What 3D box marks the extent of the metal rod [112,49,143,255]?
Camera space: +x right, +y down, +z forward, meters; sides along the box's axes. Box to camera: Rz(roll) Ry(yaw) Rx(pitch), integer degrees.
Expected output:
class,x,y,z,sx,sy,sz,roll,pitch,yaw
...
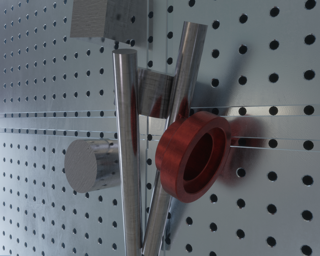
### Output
class,x,y,z,sx,sy,sz,roll,pitch,yaw
metal rod,-0.036,0.057,0.375,0.025,0.025,0.298,23,124,37

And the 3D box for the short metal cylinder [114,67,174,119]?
class,x,y,z,sx,sy,sz,roll,pitch,yaw
short metal cylinder,-0.013,-0.046,0.384,0.080,0.081,0.050,23,104,38

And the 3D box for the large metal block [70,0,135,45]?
class,x,y,z,sx,sy,sz,roll,pitch,yaw
large metal block,-0.087,-0.171,0.465,0.080,0.050,0.079,13,98,39

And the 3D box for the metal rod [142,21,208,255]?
class,x,y,z,sx,sy,sz,roll,pitch,yaw
metal rod,0.012,0.030,0.369,0.025,0.025,0.298,26,116,37

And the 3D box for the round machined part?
class,x,y,z,sx,sy,sz,roll,pitch,yaw
round machined part,0.033,0.027,0.335,0.042,0.099,0.097,25,106,35

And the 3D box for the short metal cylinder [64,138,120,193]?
class,x,y,z,sx,sy,sz,roll,pitch,yaw
short metal cylinder,-0.103,0.056,0.478,0.080,0.050,0.080,0,90,40
